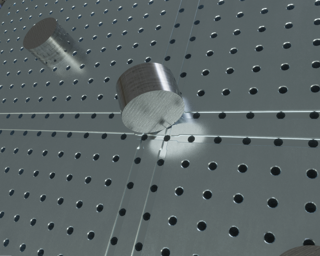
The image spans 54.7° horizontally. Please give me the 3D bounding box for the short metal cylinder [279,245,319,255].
[{"bbox_3d":[0.125,0.138,0.242,0.080,0.050,0.080,-13,56,21],"label":"short metal cylinder"}]

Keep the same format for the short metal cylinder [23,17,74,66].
[{"bbox_3d":[-0.220,-0.170,0.612,0.080,0.050,0.080,-13,56,21],"label":"short metal cylinder"}]

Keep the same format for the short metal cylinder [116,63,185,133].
[{"bbox_3d":[-0.014,-0.038,0.403,0.080,0.080,0.050,-26,53,12],"label":"short metal cylinder"}]
